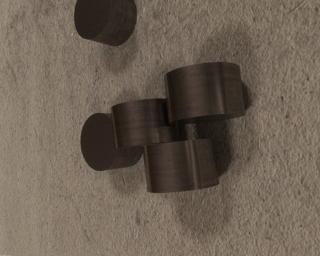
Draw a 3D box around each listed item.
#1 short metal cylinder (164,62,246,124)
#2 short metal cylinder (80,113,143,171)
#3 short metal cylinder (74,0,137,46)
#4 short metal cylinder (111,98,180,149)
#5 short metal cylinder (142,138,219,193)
[{"bbox_3d":[0.047,-0.034,0.329,0.080,0.081,0.050,-10,84,39],"label":"short metal cylinder"},{"bbox_3d":[-0.068,0.019,0.443,0.080,0.050,0.079,0,90,39],"label":"short metal cylinder"},{"bbox_3d":[-0.080,-0.165,0.452,0.080,0.050,0.079,0,90,39],"label":"short metal cylinder"},{"bbox_3d":[-0.018,-0.003,0.382,0.080,0.081,0.050,-11,83,39],"label":"short metal cylinder"},{"bbox_3d":[0.023,0.041,0.349,0.080,0.081,0.050,-11,83,39],"label":"short metal cylinder"}]
